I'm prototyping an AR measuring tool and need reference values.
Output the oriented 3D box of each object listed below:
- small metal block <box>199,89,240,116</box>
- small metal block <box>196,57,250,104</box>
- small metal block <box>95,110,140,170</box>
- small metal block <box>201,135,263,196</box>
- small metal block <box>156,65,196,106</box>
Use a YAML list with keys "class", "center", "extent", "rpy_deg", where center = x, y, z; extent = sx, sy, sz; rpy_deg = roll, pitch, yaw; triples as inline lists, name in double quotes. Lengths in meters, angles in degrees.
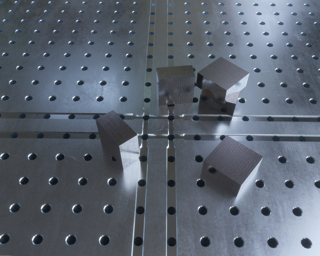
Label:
- class: "small metal block"
  center: [0.089, -0.049, 0.450]
  extent: [0.050, 0.025, 0.050]
  rpy_deg: [17, 52, 13]
- class: "small metal block"
  center: [0.087, -0.068, 0.433]
  extent: [0.050, 0.025, 0.050]
  rpy_deg: [-37, 59, -27]
- class: "small metal block"
  center: [-0.051, 0.015, 0.379]
  extent: [0.025, 0.050, 0.050]
  rpy_deg: [-32, 57, -24]
- class: "small metal block"
  center: [0.086, 0.044, 0.371]
  extent: [0.050, 0.025, 0.050]
  rpy_deg: [33, 57, 24]
- class: "small metal block"
  center: [0.022, -0.060, 0.442]
  extent: [0.050, 0.050, 0.025]
  rpy_deg: [-5, 50, -4]
